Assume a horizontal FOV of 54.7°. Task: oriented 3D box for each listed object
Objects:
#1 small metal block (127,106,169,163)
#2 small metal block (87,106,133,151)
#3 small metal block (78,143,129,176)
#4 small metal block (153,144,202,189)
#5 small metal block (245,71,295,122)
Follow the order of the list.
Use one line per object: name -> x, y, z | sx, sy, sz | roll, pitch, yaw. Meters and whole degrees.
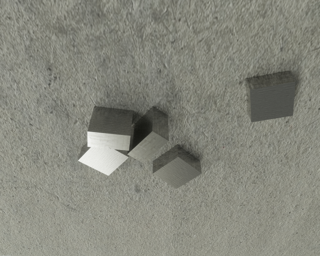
small metal block -> -0.015, 0.008, 0.397 | 0.025, 0.050, 0.050 | 32, 123, -25
small metal block -> -0.061, 0.000, 0.390 | 0.050, 0.050, 0.025 | 6, 130, -5
small metal block -> -0.078, 0.035, 0.436 | 0.050, 0.025, 0.050 | 32, 123, -25
small metal block -> 0.025, 0.058, 0.457 | 0.050, 0.025, 0.050 | -37, 121, 27
small metal block -> 0.133, -0.038, 0.376 | 0.050, 0.025, 0.050 | -10, 130, 8
